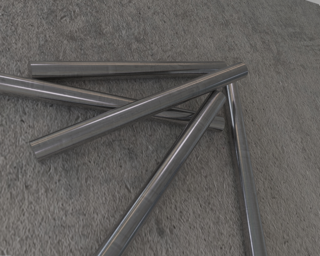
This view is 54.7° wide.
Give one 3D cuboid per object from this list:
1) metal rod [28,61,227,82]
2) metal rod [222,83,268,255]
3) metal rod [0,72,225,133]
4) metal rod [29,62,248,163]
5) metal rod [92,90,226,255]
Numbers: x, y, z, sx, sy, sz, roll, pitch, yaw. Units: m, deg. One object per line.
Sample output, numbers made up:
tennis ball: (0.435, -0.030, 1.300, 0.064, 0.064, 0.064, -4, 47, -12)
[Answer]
metal rod: (-0.024, -0.083, 0.440, 0.303, 0.025, 0.025, -8, 66, -32)
metal rod: (0.116, 0.059, 0.429, 0.025, 0.025, 0.299, 13, 56, -21)
metal rod: (-0.049, -0.028, 0.393, 0.302, 0.025, 0.025, 9, 58, -23)
metal rod: (-0.006, -0.030, 0.385, 0.302, 0.025, 0.025, -24, 75, -26)
metal rod: (0.003, 0.055, 0.352, 0.025, 0.025, 0.301, 39, 57, -2)
